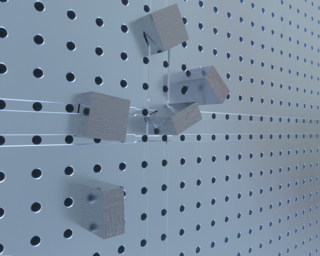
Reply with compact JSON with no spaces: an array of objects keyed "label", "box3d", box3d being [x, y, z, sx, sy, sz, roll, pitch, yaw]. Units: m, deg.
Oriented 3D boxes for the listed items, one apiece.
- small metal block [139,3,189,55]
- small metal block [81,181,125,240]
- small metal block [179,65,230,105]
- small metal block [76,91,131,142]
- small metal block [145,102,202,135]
[{"label":"small metal block","box3d":[0.007,-0.133,0.416,0.050,0.025,0.050,-36,112,-34]},{"label":"small metal block","box3d":[-0.064,0.088,0.341,0.025,0.050,0.050,-2,92,-40]},{"label":"small metal block","box3d":[0.064,-0.060,0.449,0.050,0.050,0.025,49,61,-29]},{"label":"small metal block","box3d":[-0.065,-0.012,0.356,0.050,0.025,0.050,11,83,-40]},{"label":"small metal block","box3d":[0.018,-0.013,0.410,0.050,0.050,0.025,-31,110,-36]}]
